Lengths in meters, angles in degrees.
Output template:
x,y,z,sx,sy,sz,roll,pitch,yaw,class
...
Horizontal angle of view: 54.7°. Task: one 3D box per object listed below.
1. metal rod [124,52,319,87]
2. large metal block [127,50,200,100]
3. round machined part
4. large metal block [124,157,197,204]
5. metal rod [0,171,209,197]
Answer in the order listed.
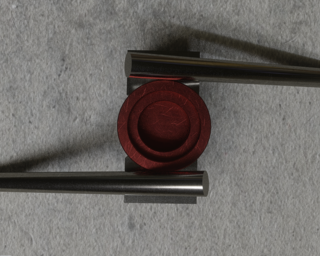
x,y,z,sx,sy,sz,roll,pitch,yaw,class
0.109,-0.063,0.359,0.303,0.025,0.025,-1,90,-22,metal rod
0.004,-0.061,0.384,0.081,0.080,0.050,1,90,-1,large metal block
0.004,-0.002,0.344,0.099,0.042,0.097,0,90,-1,round machined part
0.001,0.059,0.384,0.081,0.080,0.050,1,90,-1,large metal block
-0.095,0.063,0.354,0.301,0.025,0.025,-4,90,22,metal rod
